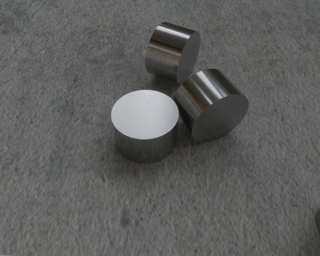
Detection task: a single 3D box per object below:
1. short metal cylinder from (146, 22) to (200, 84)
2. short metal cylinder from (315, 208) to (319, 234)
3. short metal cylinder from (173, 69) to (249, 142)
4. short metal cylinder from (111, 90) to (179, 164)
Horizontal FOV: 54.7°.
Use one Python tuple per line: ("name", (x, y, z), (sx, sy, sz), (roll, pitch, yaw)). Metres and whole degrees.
("short metal cylinder", (0.020, -0.111, 0.461), (0.050, 0.080, 0.080), (23, 54, 17))
("short metal cylinder", (0.200, 0.090, 0.295), (0.050, 0.080, 0.080), (-36, 59, -26))
("short metal cylinder", (0.063, -0.027, 0.391), (0.081, 0.080, 0.050), (-20, 53, -16))
("short metal cylinder", (-0.018, -0.002, 0.389), (0.081, 0.050, 0.080), (0, 50, 0))
